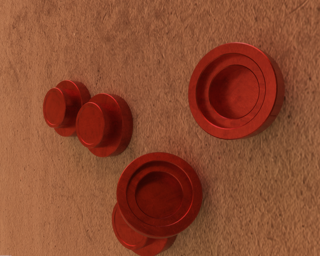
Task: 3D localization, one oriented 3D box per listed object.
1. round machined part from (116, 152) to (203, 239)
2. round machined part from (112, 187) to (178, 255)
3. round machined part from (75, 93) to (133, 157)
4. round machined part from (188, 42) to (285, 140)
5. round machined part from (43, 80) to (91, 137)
[{"bbox_3d":[-0.001,0.082,0.372,0.098,0.099,0.042,63,165,21],"label":"round machined part"},{"bbox_3d":[-0.027,0.124,0.416,0.098,0.042,0.097,0,90,40],"label":"round machined part"},{"bbox_3d":[-0.090,-0.004,0.469,0.098,0.042,0.097,0,90,40],"label":"round machined part"},{"bbox_3d":[0.082,-0.037,0.326,0.098,0.042,0.097,0,90,40],"label":"round machined part"},{"bbox_3d":[-0.163,-0.033,0.529,0.098,0.042,0.097,0,90,40],"label":"round machined part"}]
